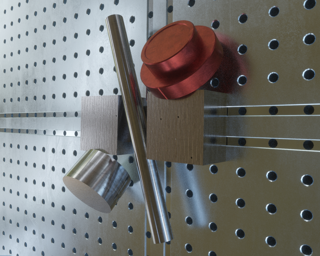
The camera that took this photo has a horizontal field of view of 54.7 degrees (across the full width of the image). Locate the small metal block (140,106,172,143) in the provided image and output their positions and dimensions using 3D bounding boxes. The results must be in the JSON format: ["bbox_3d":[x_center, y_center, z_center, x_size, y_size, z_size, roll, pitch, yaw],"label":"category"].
[{"bbox_3d":[-0.011,-0.004,0.420,0.050,0.025,0.050,1,91,40],"label":"small metal block"}]

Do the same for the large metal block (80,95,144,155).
[{"bbox_3d":[-0.070,-0.005,0.452,0.080,0.050,0.079,3,92,40],"label":"large metal block"}]

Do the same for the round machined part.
[{"bbox_3d":[0.018,-0.083,0.352,0.098,0.042,0.098,-22,44,23],"label":"round machined part"}]

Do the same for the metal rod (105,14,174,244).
[{"bbox_3d":[-0.029,-0.007,0.400,0.025,0.025,0.299,-22,76,38],"label":"metal rod"}]

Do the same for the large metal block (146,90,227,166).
[{"bbox_3d":[0.031,-0.001,0.368,0.080,0.050,0.079,1,91,40],"label":"large metal block"}]

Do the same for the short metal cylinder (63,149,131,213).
[{"bbox_3d":[-0.088,0.076,0.438,0.080,0.050,0.080,23,145,18],"label":"short metal cylinder"}]
